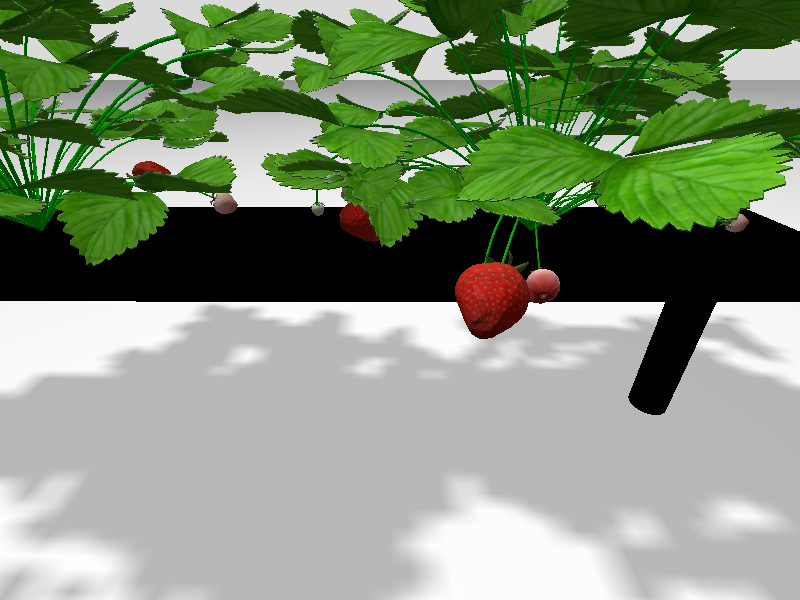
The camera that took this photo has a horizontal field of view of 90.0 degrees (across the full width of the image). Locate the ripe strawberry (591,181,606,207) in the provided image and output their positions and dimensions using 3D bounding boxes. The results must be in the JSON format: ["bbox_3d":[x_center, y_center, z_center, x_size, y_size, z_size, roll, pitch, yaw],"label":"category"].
[{"bbox_3d":[0.225,-0.119,0.428,0.036,0.035,0.033,-21,36,-32],"label":"ripe strawberry"}]

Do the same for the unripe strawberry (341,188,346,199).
[{"bbox_3d":[-0.051,-0.117,0.433,0.026,0.025,0.028,-13,21,34],"label":"unripe strawberry"}]

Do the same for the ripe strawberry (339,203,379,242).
[{"bbox_3d":[-0.030,-0.069,0.335,0.041,0.040,0.045,-6,31,-9],"label":"ripe strawberry"}]

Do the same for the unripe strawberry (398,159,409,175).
[{"bbox_3d":[-0.003,-0.181,0.541,0.027,0.023,0.027,-17,34,-26],"label":"unripe strawberry"}]

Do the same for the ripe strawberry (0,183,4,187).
[{"bbox_3d":[-0.400,-0.103,0.402,0.031,0.031,0.034,19,35,29],"label":"ripe strawberry"}]

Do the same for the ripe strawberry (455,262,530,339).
[{"bbox_3d":[0.048,0.002,0.219,0.040,0.042,0.044,13,46,20],"label":"ripe strawberry"}]

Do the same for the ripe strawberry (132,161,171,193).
[{"bbox_3d":[-0.288,-0.145,0.469,0.039,0.035,0.036,9,31,16],"label":"ripe strawberry"}]

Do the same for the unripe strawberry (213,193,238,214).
[{"bbox_3d":[-0.177,-0.098,0.407,0.022,0.022,0.021,18,21,-28],"label":"unripe strawberry"}]

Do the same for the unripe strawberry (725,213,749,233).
[{"bbox_3d":[0.305,-0.070,0.362,0.017,0.017,0.016,1,31,0],"label":"unripe strawberry"}]

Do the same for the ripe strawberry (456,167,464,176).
[{"bbox_3d":[0.074,-0.145,0.478,0.028,0.030,0.031,-10,31,-16],"label":"ripe strawberry"}]

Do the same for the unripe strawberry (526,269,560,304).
[{"bbox_3d":[0.090,-0.007,0.252,0.021,0.022,0.023,7,32,11],"label":"unripe strawberry"}]
